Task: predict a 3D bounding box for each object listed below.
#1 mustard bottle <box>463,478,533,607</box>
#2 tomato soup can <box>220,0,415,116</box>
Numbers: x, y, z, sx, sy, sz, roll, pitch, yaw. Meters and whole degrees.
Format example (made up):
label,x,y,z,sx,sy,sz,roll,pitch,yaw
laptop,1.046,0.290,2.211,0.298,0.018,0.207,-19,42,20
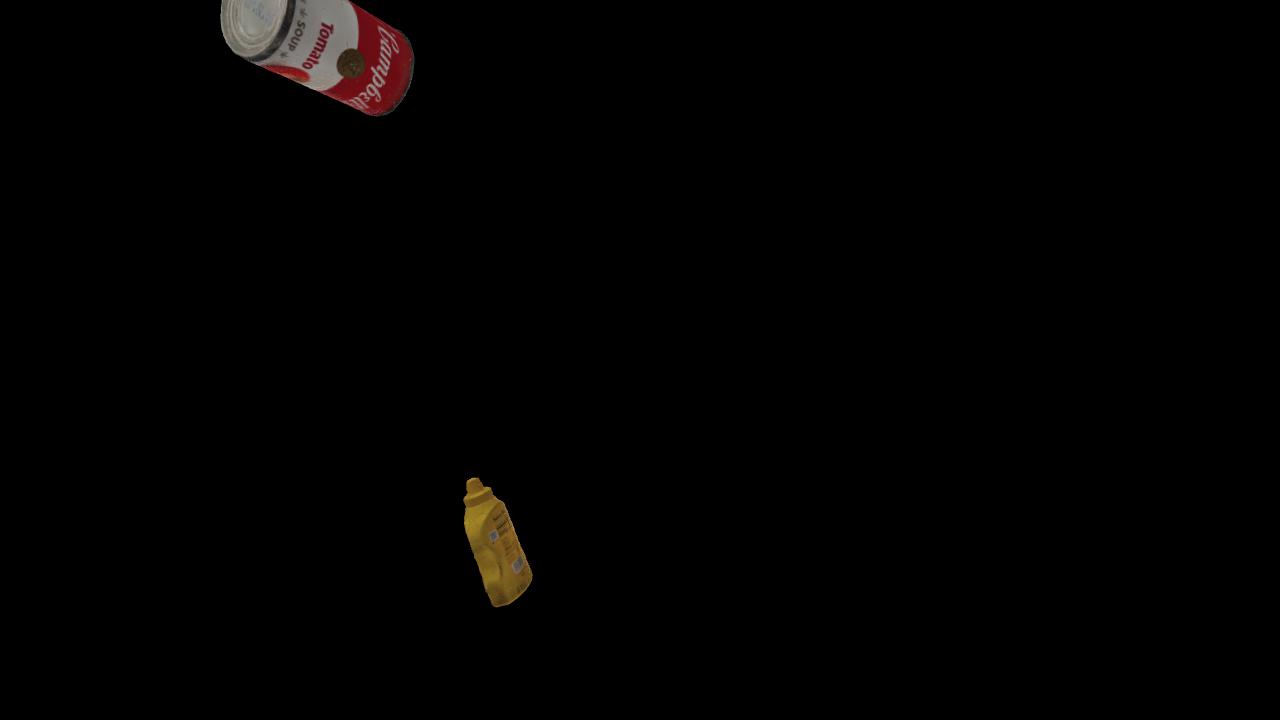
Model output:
label,x,y,z,sx,sy,sz,roll,pitch,yaw
mustard bottle,-0.217,0.260,0.911,0.054,0.184,0.092,-16,7,21
tomato soup can,-0.219,-0.221,0.426,0.068,0.068,0.101,0,-1,25
